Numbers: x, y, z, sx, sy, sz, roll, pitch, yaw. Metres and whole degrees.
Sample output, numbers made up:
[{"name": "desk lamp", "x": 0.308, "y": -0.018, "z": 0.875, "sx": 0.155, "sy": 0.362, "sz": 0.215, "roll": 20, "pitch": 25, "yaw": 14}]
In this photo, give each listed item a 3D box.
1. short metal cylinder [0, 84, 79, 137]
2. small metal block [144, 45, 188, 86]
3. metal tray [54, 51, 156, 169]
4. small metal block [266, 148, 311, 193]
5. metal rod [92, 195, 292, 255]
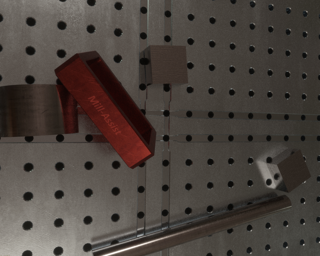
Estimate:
[{"name": "short metal cylinder", "x": -0.131, "y": -0.018, "z": 0.335, "sx": 0.081, "sy": 0.080, "sz": 0.050, "roll": -3, "pitch": 91, "yaw": -20}, {"name": "small metal block", "x": 0.008, "y": -0.083, "z": 0.417, "sx": 0.050, "sy": 0.025, "sz": 0.050, "roll": -4, "pitch": 92, "yaw": -20}, {"name": "metal tray", "x": -0.055, "y": -0.025, "z": 0.356, "sx": 0.030, "sy": 0.090, "sz": 0.130, "roll": -34, "pitch": 103, "yaw": 10}, {"name": "small metal block", "x": 0.204, "y": 0.066, "z": 0.490, "sx": 0.050, "sy": 0.025, "sz": 0.050, "roll": -29, "pitch": 100, "yaw": -18}, {"name": "metal rod", "x": 0.058, "y": 0.141, "z": 0.435, "sx": 0.303, "sy": 0.025, "sz": 0.025, "roll": -9, "pitch": 94, "yaw": -20}]
